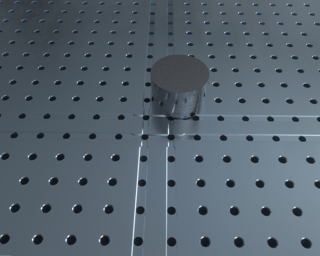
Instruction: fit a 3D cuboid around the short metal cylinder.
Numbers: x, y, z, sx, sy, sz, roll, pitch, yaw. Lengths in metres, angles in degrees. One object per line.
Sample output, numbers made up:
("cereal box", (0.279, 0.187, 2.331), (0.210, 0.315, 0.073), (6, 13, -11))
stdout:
("short metal cylinder", (0.027, -0.060, 0.442), (0.080, 0.050, 0.080), (0, 50, 0))
